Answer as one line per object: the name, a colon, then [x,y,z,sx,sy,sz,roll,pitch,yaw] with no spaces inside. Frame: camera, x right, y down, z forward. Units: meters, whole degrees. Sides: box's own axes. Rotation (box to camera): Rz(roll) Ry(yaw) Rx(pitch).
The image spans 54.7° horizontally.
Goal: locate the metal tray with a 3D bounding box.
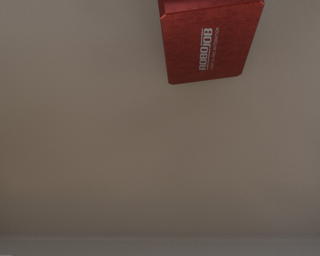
metal tray: [0.049,-0.094,0.328,0.091,0.130,0.030,-7,70,2]
